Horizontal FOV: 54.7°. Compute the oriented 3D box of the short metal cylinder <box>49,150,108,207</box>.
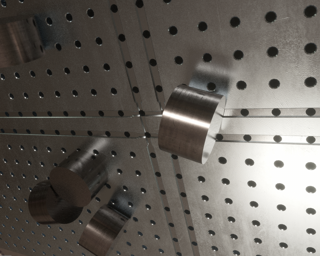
[{"bbox_3d":[-0.134,0.084,0.515,0.080,0.050,0.079,13,124,20],"label":"short metal cylinder"}]

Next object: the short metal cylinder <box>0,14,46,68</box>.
[{"bbox_3d":[-0.198,-0.115,0.406,0.080,0.080,0.050,6,121,25],"label":"short metal cylinder"}]

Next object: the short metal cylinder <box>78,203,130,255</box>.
[{"bbox_3d":[-0.095,0.178,0.534,0.050,0.080,0.079,30,128,9],"label":"short metal cylinder"}]

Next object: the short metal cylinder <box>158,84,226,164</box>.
[{"bbox_3d":[0.038,-0.005,0.352,0.050,0.080,0.079,18,125,18],"label":"short metal cylinder"}]

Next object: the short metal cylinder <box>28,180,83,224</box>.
[{"bbox_3d":[-0.182,0.129,0.549,0.050,0.080,0.080,-15,111,34],"label":"short metal cylinder"}]
